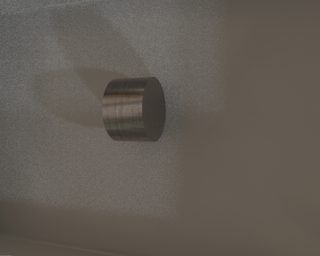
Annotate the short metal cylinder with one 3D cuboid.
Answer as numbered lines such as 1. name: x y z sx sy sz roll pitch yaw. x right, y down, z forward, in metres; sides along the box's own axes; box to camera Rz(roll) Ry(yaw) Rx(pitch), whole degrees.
1. short metal cylinder: -0.030 -0.023 0.388 0.050 0.080 0.079 0 90 20
